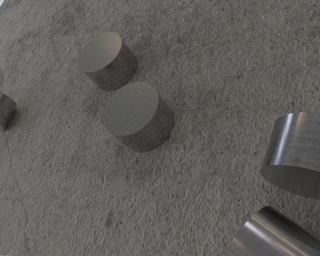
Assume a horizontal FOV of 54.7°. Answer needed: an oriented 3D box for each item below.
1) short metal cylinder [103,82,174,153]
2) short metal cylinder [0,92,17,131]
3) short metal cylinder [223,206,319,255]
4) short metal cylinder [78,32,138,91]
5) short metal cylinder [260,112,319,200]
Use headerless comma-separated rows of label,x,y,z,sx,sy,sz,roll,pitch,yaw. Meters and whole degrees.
short metal cylinder,-0.028,-0.014,0.411,0.080,0.050,0.080,-13,56,21
short metal cylinder,-0.306,-0.034,0.551,0.080,0.080,0.050,3,63,29
short metal cylinder,0.091,0.112,0.252,0.050,0.080,0.080,34,81,38
short metal cylinder,-0.083,-0.106,0.497,0.080,0.050,0.080,-13,56,21
short metal cylinder,0.138,0.028,0.279,0.080,0.080,0.050,11,67,32
